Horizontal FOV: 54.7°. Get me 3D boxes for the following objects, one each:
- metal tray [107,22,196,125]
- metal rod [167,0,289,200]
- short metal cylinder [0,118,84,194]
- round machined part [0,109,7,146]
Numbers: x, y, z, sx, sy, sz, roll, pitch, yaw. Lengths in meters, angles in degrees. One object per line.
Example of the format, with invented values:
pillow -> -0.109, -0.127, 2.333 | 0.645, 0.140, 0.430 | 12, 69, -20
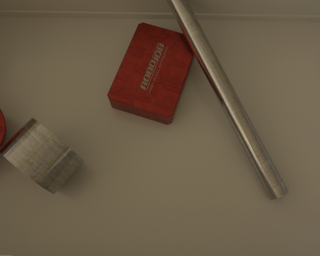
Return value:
metal tray -> -0.007, -0.079, 0.436 | 0.090, 0.030, 0.130 | 18, 71, 6
metal rod -> 0.084, -0.050, 0.407 | 0.025, 0.025, 0.299 | -24, 80, -9
short metal cylinder -> -0.138, 0.033, 0.367 | 0.080, 0.080, 0.050 | 36, 74, 12
round machined part -> -0.245, 0.005, 0.384 | 0.099, 0.042, 0.098 | 7, 73, -22
